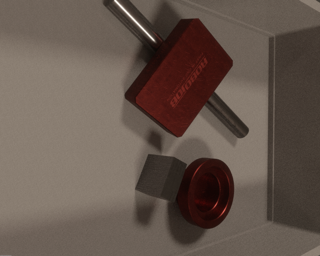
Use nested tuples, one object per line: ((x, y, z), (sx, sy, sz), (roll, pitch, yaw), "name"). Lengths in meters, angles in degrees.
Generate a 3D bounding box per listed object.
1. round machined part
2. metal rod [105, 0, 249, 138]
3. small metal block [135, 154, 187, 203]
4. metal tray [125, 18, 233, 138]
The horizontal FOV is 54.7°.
((0.061, 0.092, 0.449), (0.099, 0.042, 0.097), (0, 90, -40), "round machined part")
((0.042, -0.072, 0.444), (0.301, 0.025, 0.025), (39, 66, -33), "metal rod")
((0.001, 0.062, 0.393), (0.025, 0.050, 0.050), (33, 70, -36), "small metal block")
((0.028, -0.064, 0.404), (0.090, 0.030, 0.130), (39, 84, -33), "metal tray")
